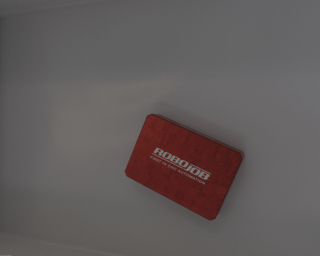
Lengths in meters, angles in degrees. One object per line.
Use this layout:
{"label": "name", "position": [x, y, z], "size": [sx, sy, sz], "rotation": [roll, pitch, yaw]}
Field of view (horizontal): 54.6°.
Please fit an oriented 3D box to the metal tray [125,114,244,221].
{"label": "metal tray", "position": [0.029, 0.046, 0.398], "size": [0.130, 0.030, 0.090], "rotation": [25, 98, 18]}
